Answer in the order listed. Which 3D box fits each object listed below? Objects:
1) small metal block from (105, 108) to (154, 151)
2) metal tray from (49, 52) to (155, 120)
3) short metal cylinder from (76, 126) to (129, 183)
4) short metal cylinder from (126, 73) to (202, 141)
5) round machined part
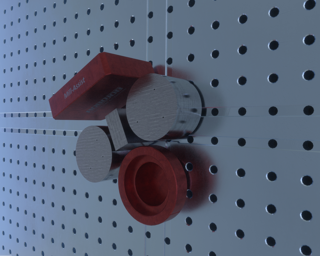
[{"bbox_3d":[-0.041,0.002,0.421,0.025,0.050,0.050,-32,71,36],"label":"small metal block"},{"bbox_3d":[-0.080,-0.051,0.427,0.130,0.091,0.030,-30,72,36],"label":"metal tray"},{"bbox_3d":[-0.078,0.036,0.452,0.080,0.050,0.079,0,90,40],"label":"short metal cylinder"},{"bbox_3d":[0.004,-0.025,0.385,0.080,0.050,0.079,0,90,40],"label":"short metal cylinder"},{"bbox_3d":[-0.005,0.071,0.397,0.098,0.042,0.097,0,90,40],"label":"round machined part"}]
